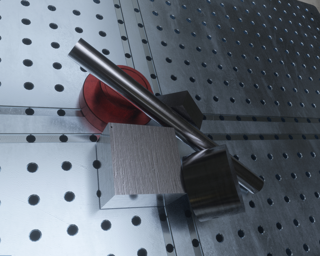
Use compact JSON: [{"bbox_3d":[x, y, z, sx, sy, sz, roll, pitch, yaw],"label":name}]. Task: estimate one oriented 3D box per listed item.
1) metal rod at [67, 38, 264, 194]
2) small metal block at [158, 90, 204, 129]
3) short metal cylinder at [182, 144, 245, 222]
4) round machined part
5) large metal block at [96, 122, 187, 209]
[{"bbox_3d":[0.022,-0.003,0.381,0.301,0.025,0.025,36,50,-21],"label":"metal rod"},{"bbox_3d":[0.022,-0.019,0.405,0.050,0.050,0.025,51,45,-39],"label":"small metal block"},{"bbox_3d":[0.063,0.064,0.361,0.080,0.050,0.080,-17,90,-76],"label":"short metal cylinder"},{"bbox_3d":[-0.049,-0.042,0.397,0.099,0.042,0.098,14,56,-21],"label":"round machined part"},{"bbox_3d":[-0.024,0.043,0.351,0.081,0.050,0.080,5,60,-26],"label":"large metal block"}]
